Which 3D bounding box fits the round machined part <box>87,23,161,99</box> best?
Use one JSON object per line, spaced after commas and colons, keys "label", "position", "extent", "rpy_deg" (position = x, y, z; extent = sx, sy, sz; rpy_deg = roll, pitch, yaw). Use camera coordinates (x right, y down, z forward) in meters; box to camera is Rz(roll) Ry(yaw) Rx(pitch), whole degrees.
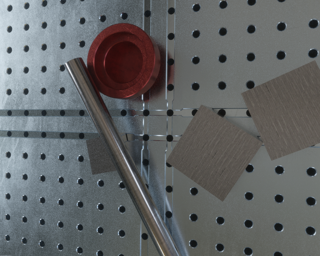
{"label": "round machined part", "position": [-0.045, -0.087, 0.419], "extent": [0.098, 0.042, 0.097], "rpy_deg": [0, 90, 20]}

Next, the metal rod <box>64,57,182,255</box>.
{"label": "metal rod", "position": [-0.046, 0.048, 0.404], "extent": [0.025, 0.025, 0.299], "rpy_deg": [-26, 91, 18]}

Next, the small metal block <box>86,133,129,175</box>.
{"label": "small metal block", "position": [-0.072, 0.036, 0.438], "extent": [0.050, 0.025, 0.050], "rpy_deg": [-13, 86, 19]}

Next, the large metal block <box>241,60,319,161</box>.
{"label": "large metal block", "position": [0.147, -0.017, 0.347], "extent": [0.080, 0.050, 0.080], "rpy_deg": [-25, 82, 18]}

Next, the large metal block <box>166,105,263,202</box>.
{"label": "large metal block", "position": [0.068, 0.028, 0.375], "extent": [0.080, 0.050, 0.080], "rpy_deg": [34, 101, 16]}
